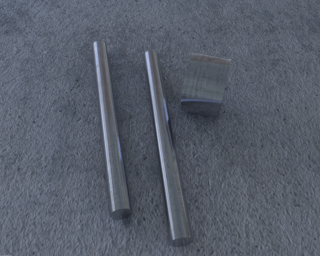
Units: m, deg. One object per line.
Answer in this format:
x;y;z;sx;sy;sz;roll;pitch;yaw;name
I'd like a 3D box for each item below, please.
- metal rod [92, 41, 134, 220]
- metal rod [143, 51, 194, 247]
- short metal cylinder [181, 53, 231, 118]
-0.071;-0.022;0.420;0.025;0.025;0.300;-9;51;-8;metal rod
0.003;0.000;0.403;0.025;0.025;0.300;-5;50;-4;metal rod
0.062;-0.057;0.416;0.050;0.080;0.080;12;51;10;short metal cylinder
